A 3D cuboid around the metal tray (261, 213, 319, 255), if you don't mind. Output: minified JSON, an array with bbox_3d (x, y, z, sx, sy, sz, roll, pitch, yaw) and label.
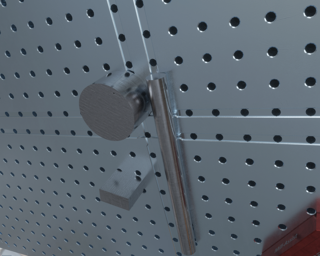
[{"bbox_3d":[0.206,0.179,0.409,0.090,0.030,0.129,33,129,6],"label":"metal tray"}]

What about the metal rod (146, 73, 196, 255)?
[{"bbox_3d":[0.021,0.068,0.440,0.025,0.025,0.298,3,120,26],"label":"metal rod"}]

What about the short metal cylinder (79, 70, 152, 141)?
[{"bbox_3d":[-0.057,-0.030,0.405,0.080,0.050,0.079,13,124,20],"label":"short metal cylinder"}]

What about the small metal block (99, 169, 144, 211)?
[{"bbox_3d":[-0.058,0.096,0.483,0.050,0.050,0.025,14,124,20],"label":"small metal block"}]
